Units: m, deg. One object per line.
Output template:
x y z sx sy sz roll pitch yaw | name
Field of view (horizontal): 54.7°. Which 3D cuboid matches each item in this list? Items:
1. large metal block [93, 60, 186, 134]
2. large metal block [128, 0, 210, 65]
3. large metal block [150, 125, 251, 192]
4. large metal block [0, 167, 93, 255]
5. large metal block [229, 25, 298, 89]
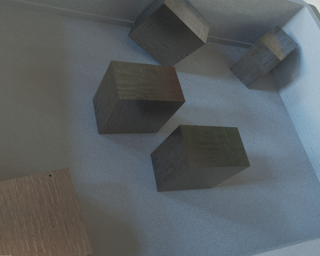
-0.029 -0.033 0.377 0.081 0.080 0.050 -1 62 -29 | large metal block
0.014 -0.145 0.456 0.080 0.080 0.050 37 49 -25 | large metal block
0.045 0.038 0.373 0.081 0.080 0.050 2 61 -28 | large metal block
-0.115 0.089 0.274 0.081 0.050 0.080 -9 67 -33 | large metal block
0.183 -0.125 0.548 0.050 0.080 0.080 48 51 5 | large metal block
